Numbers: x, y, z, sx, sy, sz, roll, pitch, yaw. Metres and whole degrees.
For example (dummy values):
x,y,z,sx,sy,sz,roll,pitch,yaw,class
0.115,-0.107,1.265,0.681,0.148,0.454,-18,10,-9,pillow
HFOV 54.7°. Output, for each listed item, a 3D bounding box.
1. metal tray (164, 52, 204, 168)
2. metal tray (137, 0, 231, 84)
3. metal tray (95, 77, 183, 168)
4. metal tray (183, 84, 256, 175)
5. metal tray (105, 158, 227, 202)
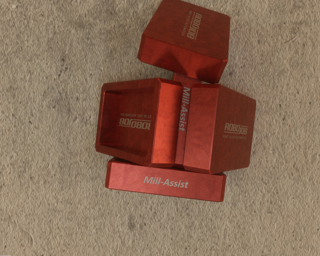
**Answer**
x,y,z,sx,sy,sz,roll,pitch,yaw,class
0.026,-0.021,0.378,0.030,0.090,0.129,7,90,0,metal tray
0.034,-0.109,0.365,0.090,0.130,0.030,18,131,-1,metal tray
-0.030,-0.008,0.362,0.030,0.130,0.089,6,90,-37,metal tray
0.075,0.003,0.362,0.030,0.131,0.089,6,91,33,metal tray
0.006,0.058,0.378,0.131,0.090,0.030,7,90,-1,metal tray
